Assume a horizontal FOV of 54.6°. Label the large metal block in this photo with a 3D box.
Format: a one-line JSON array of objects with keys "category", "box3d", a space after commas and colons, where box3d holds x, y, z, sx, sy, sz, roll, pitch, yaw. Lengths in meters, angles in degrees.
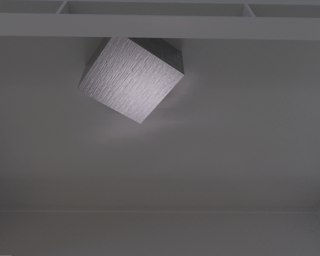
[{"category": "large metal block", "box3d": [-0.031, -0.063, 0.339, 0.080, 0.050, 0.080, 29, 124, -23]}]
